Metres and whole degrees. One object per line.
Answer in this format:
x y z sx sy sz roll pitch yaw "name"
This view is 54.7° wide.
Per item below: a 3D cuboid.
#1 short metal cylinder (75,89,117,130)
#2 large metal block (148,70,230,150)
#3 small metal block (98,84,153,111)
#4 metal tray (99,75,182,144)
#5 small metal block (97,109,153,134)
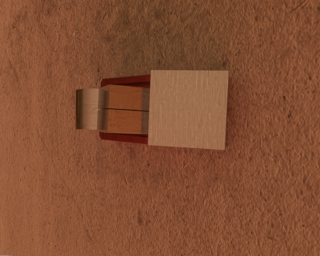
-0.071 -0.023 0.413 0.080 0.081 0.050 2 91 40 "short metal cylinder"
0.034 -0.020 0.343 0.080 0.050 0.079 3 92 14 "large metal block"
-0.040 -0.033 0.355 0.050 0.050 0.025 -176 88 -66 "small metal block"
-0.029 -0.025 0.427 0.130 0.030 0.089 3 92 40 "metal tray"
-0.041 -0.007 0.355 0.050 0.050 0.025 -176 88 -66 "small metal block"
